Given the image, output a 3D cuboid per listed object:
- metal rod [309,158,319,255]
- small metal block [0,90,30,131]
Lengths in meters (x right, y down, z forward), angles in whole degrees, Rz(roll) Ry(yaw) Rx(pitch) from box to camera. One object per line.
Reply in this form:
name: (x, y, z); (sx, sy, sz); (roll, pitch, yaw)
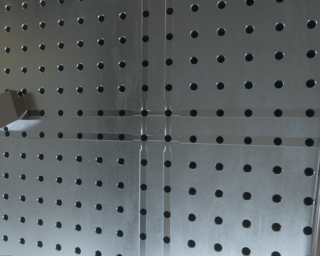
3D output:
metal rod: (0.188, 0.076, 0.346); (0.025, 0.025, 0.298); (6, 92, 19)
small metal block: (-0.243, -0.027, 0.496); (0.050, 0.025, 0.050); (-22, 83, 18)
